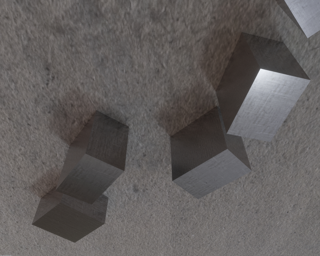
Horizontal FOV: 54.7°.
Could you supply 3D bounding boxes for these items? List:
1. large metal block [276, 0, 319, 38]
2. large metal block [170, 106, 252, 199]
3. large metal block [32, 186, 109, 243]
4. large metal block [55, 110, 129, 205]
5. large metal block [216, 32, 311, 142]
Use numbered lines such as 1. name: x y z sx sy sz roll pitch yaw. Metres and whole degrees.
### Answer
1. large metal block: 0.136 -0.135 0.259 0.080 0.080 0.050 -34 123 25
2. large metal block: 0.061 0.032 0.399 0.080 0.080 0.050 -35 122 26
3. large metal block: -0.144 0.134 0.503 0.080 0.050 0.080 37 121 -28
4. large metal block: -0.086 0.038 0.402 0.050 0.080 0.080 29 124 -23
5. large metal block: 0.104 -0.045 0.335 0.050 0.080 0.079 11 129 -9
